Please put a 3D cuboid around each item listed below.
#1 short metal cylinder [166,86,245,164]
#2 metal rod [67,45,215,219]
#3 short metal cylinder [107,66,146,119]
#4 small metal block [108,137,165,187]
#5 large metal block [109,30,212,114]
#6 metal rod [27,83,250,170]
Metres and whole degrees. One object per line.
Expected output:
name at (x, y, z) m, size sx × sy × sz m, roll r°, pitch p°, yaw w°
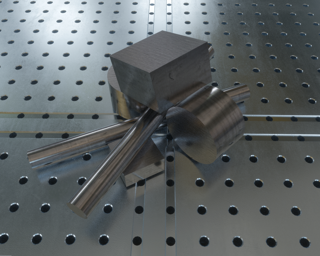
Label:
short metal cylinder at (0.053, -0.004, 0.371) m, size 0.050 × 0.080 × 0.080 m, roll -36°, pitch 59°, yaw -25°
metal rod at (-0.005, -0.018, 0.386) m, size 0.025 × 0.025 × 0.301 m, roll 24°, pitch 54°, yaw 19°
short metal cylinder at (-0.030, -0.057, 0.434) m, size 0.081 × 0.050 × 0.080 m, roll 0°, pitch 50°, yaw 0°
small metal block at (-0.029, 0.035, 0.373) m, size 0.050 × 0.025 × 0.050 m, roll -22°, pitch 54°, yaw -18°
large metal block at (0.001, -0.070, 0.363) m, size 0.080 × 0.050 × 0.080 m, roll -33°, pitch 40°, yaw -24°
metal rod at (-0.015, -0.007, 0.408) m, size 0.302 × 0.025 × 0.025 m, roll -18°, pitch 53°, yaw -15°
